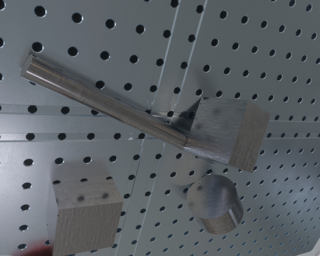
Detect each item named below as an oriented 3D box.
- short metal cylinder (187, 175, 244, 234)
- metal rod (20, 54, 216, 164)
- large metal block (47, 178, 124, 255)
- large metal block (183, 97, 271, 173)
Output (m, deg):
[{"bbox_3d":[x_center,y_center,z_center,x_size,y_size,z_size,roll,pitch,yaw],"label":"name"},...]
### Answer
[{"bbox_3d":[0.089,0.123,0.500,0.080,0.080,0.050,-34,129,-6],"label":"short metal cylinder"},{"bbox_3d":[-0.022,-0.009,0.393,0.301,0.025,0.025,26,104,-37],"label":"metal rod"},{"bbox_3d":[-0.101,0.117,0.412,0.081,0.050,0.079,0,118,-29],"label":"large metal block"},{"bbox_3d":[0.087,0.007,0.411,0.050,0.080,0.080,23,84,-37],"label":"large metal block"}]
